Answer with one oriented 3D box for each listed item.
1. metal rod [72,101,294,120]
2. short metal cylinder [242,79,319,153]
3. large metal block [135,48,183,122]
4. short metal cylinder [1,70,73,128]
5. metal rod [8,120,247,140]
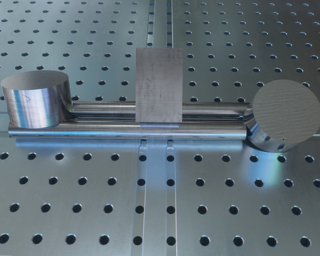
[{"bbox_3d":[0.033,-0.024,0.427,0.302,0.025,0.025,1,50,0],"label":"metal rod"},{"bbox_3d":[0.149,-0.013,0.386,0.081,0.050,0.080,0,72,0],"label":"short metal cylinder"},{"bbox_3d":[0.000,-0.048,0.373,0.050,0.080,0.079,1,92,0],"label":"large metal block"},{"bbox_3d":[-0.158,-0.040,0.405,0.081,0.050,0.080,0,27,0],"label":"short metal cylinder"},{"bbox_3d":[-0.041,0.002,0.404,0.302,0.025,0.025,1,50,0],"label":"metal rod"}]
